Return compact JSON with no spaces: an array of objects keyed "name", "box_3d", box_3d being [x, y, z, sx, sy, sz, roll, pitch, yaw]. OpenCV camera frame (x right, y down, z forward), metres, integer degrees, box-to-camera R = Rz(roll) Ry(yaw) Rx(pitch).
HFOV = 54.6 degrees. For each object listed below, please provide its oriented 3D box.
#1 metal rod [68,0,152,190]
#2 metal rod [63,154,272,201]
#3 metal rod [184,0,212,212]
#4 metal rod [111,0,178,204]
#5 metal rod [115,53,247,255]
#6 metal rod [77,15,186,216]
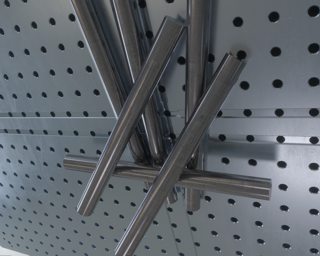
[{"name":"metal rod","box_3d":[-0.058,-0.044,0.414,0.025,0.025,0.299,-5,116,30]},{"name":"metal rod","box_3d":[-0.008,0.062,0.420,0.300,0.025,0.025,4,120,26]},{"name":"metal rod","box_3d":[0.043,-0.014,0.380,0.025,0.025,0.298,12,124,22]},{"name":"metal rod","box_3d":[-0.014,-0.024,0.404,0.025,0.025,0.298,2,119,27]},{"name":"metal rod","box_3d":[0.015,0.050,0.377,0.025,0.025,0.298,31,111,8]},{"name":"metal rod","box_3d":[-0.047,0.004,0.392,0.025,0.025,0.298,32,117,7]}]
